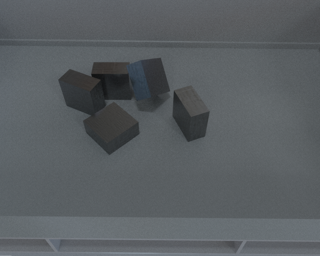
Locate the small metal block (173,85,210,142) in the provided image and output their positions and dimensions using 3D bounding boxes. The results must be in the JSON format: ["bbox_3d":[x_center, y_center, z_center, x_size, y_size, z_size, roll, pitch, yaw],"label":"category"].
[{"bbox_3d":[0.039,-0.019,0.405,0.025,0.050,0.050,-18,53,-14],"label":"small metal block"}]

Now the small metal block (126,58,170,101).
[{"bbox_3d":[-0.015,-0.069,0.432,0.025,0.050,0.050,-12,8,35],"label":"small metal block"}]

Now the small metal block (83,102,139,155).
[{"bbox_3d":[-0.063,-0.001,0.405,0.050,0.025,0.050,-36,59,-27],"label":"small metal block"}]

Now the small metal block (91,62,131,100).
[{"bbox_3d":[-0.068,-0.067,0.444,0.050,0.050,0.025,0,50,-1],"label":"small metal block"}]

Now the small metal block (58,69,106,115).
[{"bbox_3d":[-0.106,-0.048,0.428,0.050,0.050,0.025,21,53,16],"label":"small metal block"}]
